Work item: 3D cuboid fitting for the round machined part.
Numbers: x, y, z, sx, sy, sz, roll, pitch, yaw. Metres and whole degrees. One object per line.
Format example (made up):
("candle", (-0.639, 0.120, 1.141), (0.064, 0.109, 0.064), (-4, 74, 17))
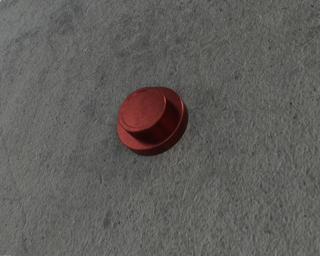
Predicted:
("round machined part", (-0.016, -0.015, 0.410), (0.098, 0.042, 0.098), (-13, 56, 20))
